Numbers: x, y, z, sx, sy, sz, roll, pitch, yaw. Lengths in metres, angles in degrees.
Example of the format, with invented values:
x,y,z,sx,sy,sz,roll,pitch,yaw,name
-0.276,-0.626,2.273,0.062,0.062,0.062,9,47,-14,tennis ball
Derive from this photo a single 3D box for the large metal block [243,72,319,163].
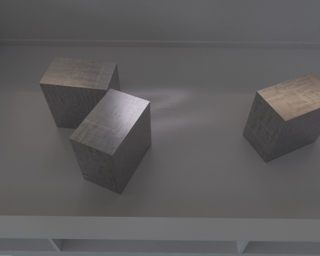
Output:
x,y,z,sx,sy,sz,roll,pitch,yaw,name
0.158,-0.012,0.380,0.081,0.080,0.050,-20,53,-16,large metal block

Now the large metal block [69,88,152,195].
x,y,z,sx,sy,sz,roll,pitch,yaw,name
-0.051,0.016,0.356,0.050,0.080,0.080,20,53,16,large metal block

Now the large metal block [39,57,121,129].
x,y,z,sx,sy,sz,roll,pitch,yaw,name
-0.097,-0.041,0.403,0.080,0.080,0.050,6,51,5,large metal block
